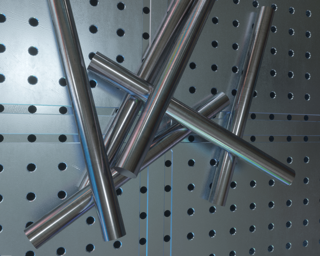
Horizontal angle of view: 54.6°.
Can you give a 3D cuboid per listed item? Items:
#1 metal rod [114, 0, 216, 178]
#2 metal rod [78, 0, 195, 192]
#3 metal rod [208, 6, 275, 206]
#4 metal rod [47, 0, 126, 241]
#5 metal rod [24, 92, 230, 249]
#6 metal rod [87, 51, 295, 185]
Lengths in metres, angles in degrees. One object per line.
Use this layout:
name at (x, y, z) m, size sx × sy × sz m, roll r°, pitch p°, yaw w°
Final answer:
metal rod at (0.020, -0.079, 0.376) m, size 0.025 × 0.025 × 0.300 m, roll 32°, pitch 63°, yaw -17°
metal rod at (-0.025, -0.054, 0.403) m, size 0.025 × 0.025 × 0.299 m, roll 29°, pitch 81°, yaw -18°
metal rod at (0.121, -0.035, 0.456) m, size 0.025 × 0.025 × 0.299 m, roll 18°, pitch 84°, yaw -19°
metal rod at (-0.086, -0.027, 0.348) m, size 0.025 × 0.025 × 0.299 m, roll -12°, pitch 82°, yaw -20°
metal rod at (-0.022, 0.038, 0.385) m, size 0.302 × 0.025 × 0.025 m, roll -35°, pitch 102°, yaw -24°
metal rod at (0.049, -0.006, 0.394) m, size 0.301 × 0.025 × 0.025 m, roll 30°, pitch 80°, yaw -12°
